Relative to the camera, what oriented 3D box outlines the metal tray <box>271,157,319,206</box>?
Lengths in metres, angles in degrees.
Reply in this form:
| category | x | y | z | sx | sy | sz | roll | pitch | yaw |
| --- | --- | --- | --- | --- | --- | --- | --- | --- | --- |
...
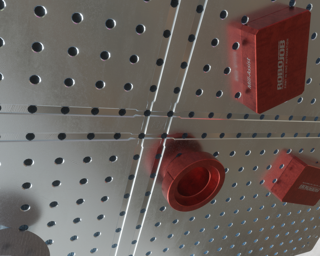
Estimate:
| category | x | y | z | sx | sy | sz | roll | pitch | yaw |
| --- | --- | --- | --- | --- | --- | --- | --- | --- | --- |
| metal tray | 0.301 | 0.114 | 0.643 | 0.131 | 0.030 | 0.089 | 15 | 110 | -35 |

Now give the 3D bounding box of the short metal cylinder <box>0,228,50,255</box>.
| category | x | y | z | sx | sy | sz | roll | pitch | yaw |
| --- | --- | --- | --- | --- | --- | --- | --- | --- | --- |
| short metal cylinder | -0.185 | 0.171 | 0.381 | 0.081 | 0.080 | 0.050 | 18 | 109 | -35 |

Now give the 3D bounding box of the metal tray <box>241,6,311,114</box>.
| category | x | y | z | sx | sy | sz | roll | pitch | yaw |
| --- | --- | --- | --- | --- | --- | --- | --- | --- | --- |
| metal tray | 0.163 | -0.093 | 0.440 | 0.091 | 0.030 | 0.129 | -24 | 128 | -14 |

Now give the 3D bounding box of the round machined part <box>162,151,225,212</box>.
| category | x | y | z | sx | sy | sz | roll | pitch | yaw |
| --- | --- | --- | --- | --- | --- | --- | --- | --- | --- |
| round machined part | 0.047 | 0.076 | 0.473 | 0.099 | 0.042 | 0.097 | -14 | 124 | -21 |
